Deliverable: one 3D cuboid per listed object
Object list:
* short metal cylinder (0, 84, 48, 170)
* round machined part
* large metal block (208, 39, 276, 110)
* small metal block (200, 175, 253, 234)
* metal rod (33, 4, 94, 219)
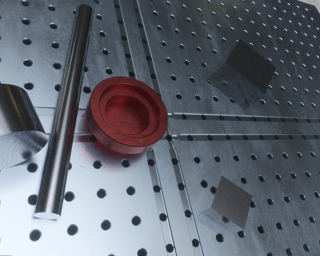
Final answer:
[{"bbox_3d":[-0.154,0.003,0.289,0.081,0.080,0.050,-19,72,-35],"label":"short metal cylinder"},{"bbox_3d":[-0.043,-0.012,0.383,0.099,0.042,0.098,14,56,-21],"label":"round machined part"},{"bbox_3d":[0.140,-0.091,0.526,0.080,0.050,0.080,38,51,-3],"label":"large metal block"},{"bbox_3d":[0.086,0.098,0.397,0.050,0.025,0.050,35,51,-6],"label":"small metal block"},{"bbox_3d":[-0.109,-0.043,0.376,0.025,0.025,0.299,13,56,-21],"label":"metal rod"}]
